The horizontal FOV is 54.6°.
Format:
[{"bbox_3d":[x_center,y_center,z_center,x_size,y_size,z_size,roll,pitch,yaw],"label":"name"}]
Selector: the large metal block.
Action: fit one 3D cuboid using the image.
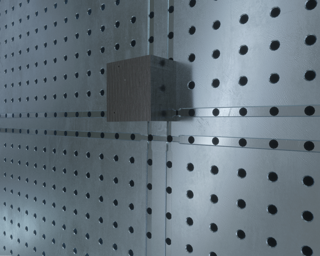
[{"bbox_3d":[-0.026,-0.048,0.415,0.080,0.050,0.080,0,90,40],"label":"large metal block"}]
